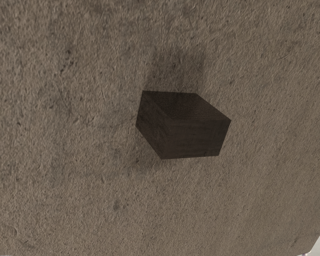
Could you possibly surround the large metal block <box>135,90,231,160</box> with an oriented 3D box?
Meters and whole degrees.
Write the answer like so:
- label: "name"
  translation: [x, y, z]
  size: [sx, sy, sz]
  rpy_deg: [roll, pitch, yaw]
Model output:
- label: "large metal block"
  translation: [0.026, -0.006, 0.383]
  size: [0.081, 0.080, 0.050]
  rpy_deg: [-1, 119, -29]
